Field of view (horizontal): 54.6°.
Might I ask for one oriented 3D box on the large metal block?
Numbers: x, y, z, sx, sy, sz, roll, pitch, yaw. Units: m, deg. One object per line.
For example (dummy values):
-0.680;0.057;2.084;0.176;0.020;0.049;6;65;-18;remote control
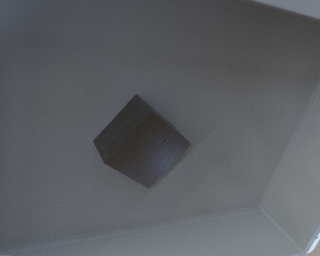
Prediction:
-0.022;0.018;0.391;0.080;0.050;0.080;-47;129;5;large metal block
